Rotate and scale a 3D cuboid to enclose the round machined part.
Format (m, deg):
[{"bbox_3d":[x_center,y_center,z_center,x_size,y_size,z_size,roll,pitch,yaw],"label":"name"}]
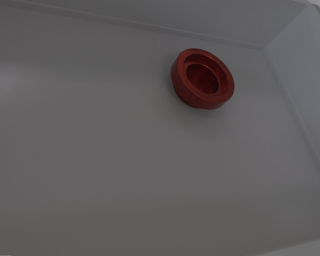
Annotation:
[{"bbox_3d":[0.060,-0.069,0.468,0.099,0.042,0.098,13,56,-21],"label":"round machined part"}]
